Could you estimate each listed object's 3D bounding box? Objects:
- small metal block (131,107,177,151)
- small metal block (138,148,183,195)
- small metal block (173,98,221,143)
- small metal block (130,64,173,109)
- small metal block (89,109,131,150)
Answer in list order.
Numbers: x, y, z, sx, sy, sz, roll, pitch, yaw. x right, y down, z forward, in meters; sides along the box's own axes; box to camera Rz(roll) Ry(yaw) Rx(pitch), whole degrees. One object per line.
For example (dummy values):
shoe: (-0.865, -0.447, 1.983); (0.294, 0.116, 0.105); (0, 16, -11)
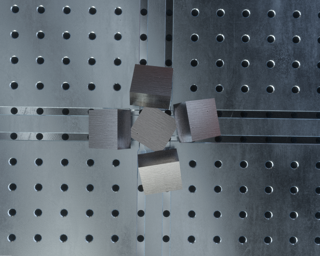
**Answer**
small metal block: (-0.008, 0.001, 0.413); (0.050, 0.025, 0.050); (31, 90, -1)
small metal block: (0.001, 0.057, 0.401); (0.050, 0.025, 0.050); (-9, 126, 0)
small metal block: (0.048, -0.010, 0.402); (0.050, 0.025, 0.050); (-10, 90, -35)
small metal block: (-0.011, -0.054, 0.401); (0.050, 0.025, 0.050); (6, 54, 0)
small metal block: (-0.065, 0.002, 0.401); (0.050, 0.025, 0.050); (0, 90, 34)
